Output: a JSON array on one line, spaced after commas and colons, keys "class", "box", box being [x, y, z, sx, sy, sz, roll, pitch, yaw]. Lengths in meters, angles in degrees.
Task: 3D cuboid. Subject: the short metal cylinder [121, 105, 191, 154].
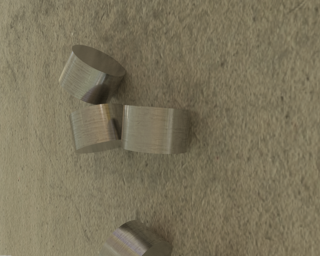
[{"class": "short metal cylinder", "box": [-0.005, 0.000, 0.372, 0.080, 0.081, 0.050, 7, 95, 39]}]

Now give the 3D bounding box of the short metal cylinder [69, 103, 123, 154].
[{"class": "short metal cylinder", "box": [-0.083, 0.002, 0.435, 0.080, 0.081, 0.050, -21, 77, 38]}]

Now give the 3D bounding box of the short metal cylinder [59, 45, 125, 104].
[{"class": "short metal cylinder", "box": [-0.098, -0.077, 0.447, 0.080, 0.081, 0.050, 47, 118, 29]}]

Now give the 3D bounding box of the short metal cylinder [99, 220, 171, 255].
[{"class": "short metal cylinder", "box": [-0.031, 0.166, 0.393, 0.050, 0.081, 0.079, 25, 106, 37]}]
